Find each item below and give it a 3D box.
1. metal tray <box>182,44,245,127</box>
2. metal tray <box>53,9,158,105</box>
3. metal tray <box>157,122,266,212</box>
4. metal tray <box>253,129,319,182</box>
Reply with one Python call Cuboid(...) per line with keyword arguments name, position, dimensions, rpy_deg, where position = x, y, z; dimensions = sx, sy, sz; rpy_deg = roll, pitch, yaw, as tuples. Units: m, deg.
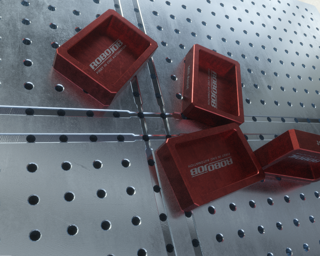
Cuboid(name="metal tray", position=(0.085, -0.065, 0.492), dimensions=(0.091, 0.030, 0.130), rpy_deg=(18, 54, -18))
Cuboid(name="metal tray", position=(-0.070, -0.103, 0.430), dimensions=(0.090, 0.030, 0.130), rpy_deg=(37, 51, -4))
Cuboid(name="metal tray", position=(0.071, 0.048, 0.415), dimensions=(0.131, 0.030, 0.090), rpy_deg=(-12, 68, -33))
Cuboid(name="metal tray", position=(0.211, 0.045, 0.455), dimensions=(0.131, 0.090, 0.030), rpy_deg=(11, 57, -23))
